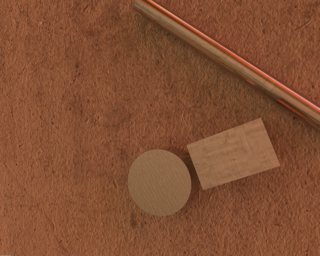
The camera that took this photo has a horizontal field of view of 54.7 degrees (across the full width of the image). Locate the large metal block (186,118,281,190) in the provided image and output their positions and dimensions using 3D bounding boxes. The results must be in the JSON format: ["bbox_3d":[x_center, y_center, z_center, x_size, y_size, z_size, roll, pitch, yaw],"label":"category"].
[{"bbox_3d":[0.085,0.027,0.349,0.080,0.080,0.050,-22,83,18],"label":"large metal block"}]

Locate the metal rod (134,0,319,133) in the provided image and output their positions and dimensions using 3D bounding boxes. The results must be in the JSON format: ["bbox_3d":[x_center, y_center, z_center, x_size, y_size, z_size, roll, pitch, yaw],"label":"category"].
[{"bbox_3d":[0.088,-0.080,0.377,0.300,0.025,0.025,38,102,15],"label":"metal rod"}]

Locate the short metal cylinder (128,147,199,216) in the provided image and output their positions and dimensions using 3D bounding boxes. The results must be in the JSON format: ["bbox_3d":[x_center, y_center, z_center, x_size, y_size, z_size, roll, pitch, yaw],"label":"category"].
[{"bbox_3d":[0.007,0.065,0.393,0.080,0.050,0.079,0,90,19],"label":"short metal cylinder"}]
